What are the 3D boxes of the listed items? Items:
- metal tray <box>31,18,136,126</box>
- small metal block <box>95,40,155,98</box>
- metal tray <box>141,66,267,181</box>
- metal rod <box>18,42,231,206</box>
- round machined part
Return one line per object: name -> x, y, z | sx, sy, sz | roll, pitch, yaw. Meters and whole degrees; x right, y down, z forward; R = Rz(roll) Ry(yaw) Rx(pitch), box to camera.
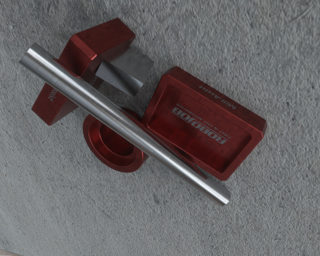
metal tray -> -0.092, -0.066, 0.371 | 0.030, 0.090, 0.129 | 45, 129, -3
small metal block -> -0.039, -0.070, 0.362 | 0.050, 0.050, 0.025 | 31, 132, -10
metal tray -> 0.048, -0.004, 0.376 | 0.130, 0.030, 0.089 | 33, 129, 6
metal rod -> -0.019, 0.013, 0.356 | 0.301, 0.025, 0.025 | 38, 133, -27
round machined part -> -0.054, 0.010, 0.426 | 0.098, 0.042, 0.097 | 18, 131, 23
